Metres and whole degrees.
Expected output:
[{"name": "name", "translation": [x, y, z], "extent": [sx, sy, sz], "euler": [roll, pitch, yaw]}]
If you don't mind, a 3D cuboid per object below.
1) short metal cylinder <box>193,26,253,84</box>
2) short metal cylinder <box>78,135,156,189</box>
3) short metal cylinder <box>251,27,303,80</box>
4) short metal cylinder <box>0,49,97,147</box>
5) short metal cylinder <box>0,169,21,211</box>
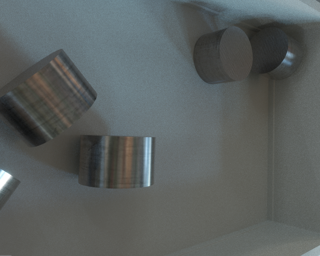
[{"name": "short metal cylinder", "translation": [0.097, -0.109, 0.474], "extent": [0.081, 0.050, 0.079], "euler": [0, 90, -40]}, {"name": "short metal cylinder", "translation": [-0.046, 0.033, 0.334], "extent": [0.081, 0.080, 0.050], "euler": [3, 88, -40]}, {"name": "short metal cylinder", "translation": [0.198, -0.128, 0.540], "extent": [0.050, 0.080, 0.080], "euler": [9, 84, -40]}, {"name": "short metal cylinder", "translation": [-0.106, -0.028, 0.283], "extent": [0.080, 0.080, 0.050], "euler": [-50, 120, -28]}, {"name": "short metal cylinder", "translation": [-0.159, 0.043, 0.238], "extent": [0.080, 0.080, 0.050], "euler": [44, 63, -32]}]
